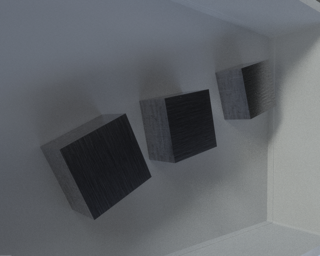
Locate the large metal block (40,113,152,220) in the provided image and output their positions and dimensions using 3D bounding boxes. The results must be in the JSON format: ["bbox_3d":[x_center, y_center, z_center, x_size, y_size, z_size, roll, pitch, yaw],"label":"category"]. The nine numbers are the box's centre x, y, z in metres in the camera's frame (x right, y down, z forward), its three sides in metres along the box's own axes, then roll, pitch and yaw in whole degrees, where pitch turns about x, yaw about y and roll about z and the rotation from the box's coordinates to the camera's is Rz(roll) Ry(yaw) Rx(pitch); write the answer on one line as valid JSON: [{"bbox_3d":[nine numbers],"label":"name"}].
[{"bbox_3d":[-0.067,0.037,0.336,0.081,0.050,0.080,-33,111,-35],"label":"large metal block"}]

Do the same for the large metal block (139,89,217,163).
[{"bbox_3d":[0.026,-0.005,0.414,0.081,0.050,0.079,-16,101,-39],"label":"large metal block"}]

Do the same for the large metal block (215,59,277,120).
[{"bbox_3d":[0.144,-0.064,0.514,0.081,0.050,0.079,-23,105,-38],"label":"large metal block"}]
